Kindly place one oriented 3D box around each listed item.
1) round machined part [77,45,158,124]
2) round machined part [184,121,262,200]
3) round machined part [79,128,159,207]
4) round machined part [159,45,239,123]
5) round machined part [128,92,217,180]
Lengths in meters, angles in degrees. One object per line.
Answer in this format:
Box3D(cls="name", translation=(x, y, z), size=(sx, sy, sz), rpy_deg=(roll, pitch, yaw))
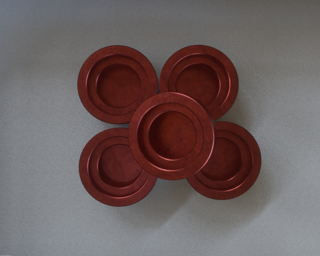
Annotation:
Box3D(cls="round machined part", translation=(-0.052, -0.053, 0.400), size=(0.099, 0.042, 0.097), rpy_deg=(0, 90, -1))
Box3D(cls="round machined part", translation=(0.076, 0.040, 0.402), size=(0.099, 0.042, 0.097), rpy_deg=(0, 90, -1))
Box3D(cls="round machined part", translation=(-0.051, 0.048, 0.401), size=(0.099, 0.042, 0.097), rpy_deg=(0, 90, -1))
Box3D(cls="round machined part", translation=(0.048, -0.054, 0.402), size=(0.099, 0.042, 0.097), rpy_deg=(0, 90, -1))
Box3D(cls="round machined part", translation=(0.016, 0.008, 0.359), size=(0.098, 0.042, 0.097), rpy_deg=(2, 95, 18))
